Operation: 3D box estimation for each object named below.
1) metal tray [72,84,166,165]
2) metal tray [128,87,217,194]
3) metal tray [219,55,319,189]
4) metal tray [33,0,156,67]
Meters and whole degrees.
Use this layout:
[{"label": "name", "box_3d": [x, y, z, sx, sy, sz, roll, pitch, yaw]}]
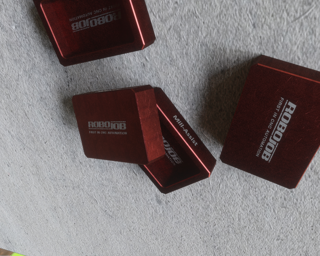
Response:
[{"label": "metal tray", "box_3d": [-0.057, -0.004, 0.399, 0.130, 0.030, 0.089, 0, 105, 43]}, {"label": "metal tray", "box_3d": [0.001, 0.021, 0.415, 0.090, 0.030, 0.130, -31, 102, 38]}, {"label": "metal tray", "box_3d": [0.126, -0.003, 0.335, 0.090, 0.030, 0.129, 21, 127, 15]}, {"label": "metal tray", "box_3d": [-0.078, -0.129, 0.365, 0.130, 0.030, 0.090, -4, 117, 30]}]
